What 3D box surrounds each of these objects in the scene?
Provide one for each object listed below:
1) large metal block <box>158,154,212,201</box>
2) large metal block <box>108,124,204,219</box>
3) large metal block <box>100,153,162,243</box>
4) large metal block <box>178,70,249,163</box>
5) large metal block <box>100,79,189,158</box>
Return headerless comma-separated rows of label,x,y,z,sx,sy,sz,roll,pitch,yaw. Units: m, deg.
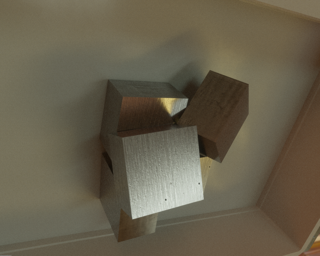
large metal block,0.020,0.064,0.440,0.081,0.050,0.079,-5,121,-26
large metal block,-0.005,0.041,0.330,0.081,0.050,0.079,-9,97,-24
large metal block,-0.041,0.084,0.402,0.050,0.080,0.079,-7,122,-26
large metal block,0.070,-0.012,0.391,0.080,0.050,0.080,-58,155,-13
large metal block,-0.022,-0.010,0.374,0.081,0.050,0.079,-1,119,-28
